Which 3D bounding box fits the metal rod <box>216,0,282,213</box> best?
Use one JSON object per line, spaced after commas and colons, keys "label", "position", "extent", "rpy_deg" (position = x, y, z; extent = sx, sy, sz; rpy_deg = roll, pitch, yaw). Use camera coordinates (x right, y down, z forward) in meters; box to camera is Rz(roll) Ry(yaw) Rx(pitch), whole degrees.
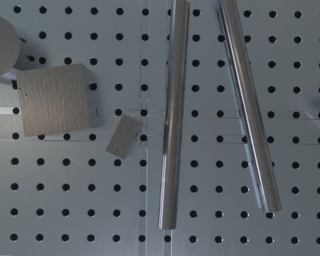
{"label": "metal rod", "position": [0.118, -0.037, 0.414], "extent": [0.025, 0.025, 0.298], "rpy_deg": [-12, 90, 0]}

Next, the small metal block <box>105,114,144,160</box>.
{"label": "small metal block", "position": [-0.044, 0.011, 0.401], "extent": [0.025, 0.050, 0.050], "rpy_deg": [26, 90, 0]}

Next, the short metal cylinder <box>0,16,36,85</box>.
{"label": "short metal cylinder", "position": [-0.210, -0.099, 0.399], "extent": [0.081, 0.050, 0.079], "rpy_deg": [0, 90, 0]}

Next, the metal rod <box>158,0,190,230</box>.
{"label": "metal rod", "position": [0.019, -0.017, 0.413], "extent": [0.025, 0.025, 0.298], "rpy_deg": [4, 90, 0]}

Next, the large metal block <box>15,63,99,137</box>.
{"label": "large metal block", "position": [-0.130, -0.034, 0.400], "extent": [0.080, 0.050, 0.080], "rpy_deg": [-8, 90, 0]}
